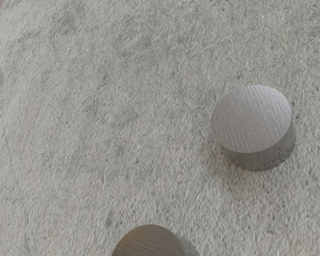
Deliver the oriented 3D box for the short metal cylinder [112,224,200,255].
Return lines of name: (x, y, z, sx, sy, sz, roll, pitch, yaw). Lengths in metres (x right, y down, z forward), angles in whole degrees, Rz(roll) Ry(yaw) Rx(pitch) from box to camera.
short metal cylinder: (-0.003, 0.141, 0.303, 0.080, 0.050, 0.080, -13, 56, 21)

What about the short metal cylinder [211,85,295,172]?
short metal cylinder: (0.101, 0.001, 0.334, 0.080, 0.050, 0.080, -13, 56, 21)
